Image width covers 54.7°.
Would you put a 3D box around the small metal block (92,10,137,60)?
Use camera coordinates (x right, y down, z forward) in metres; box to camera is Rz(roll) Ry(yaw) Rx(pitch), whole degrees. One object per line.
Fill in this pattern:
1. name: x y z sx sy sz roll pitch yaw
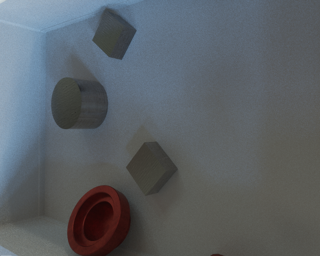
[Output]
1. small metal block: -0.069 -0.138 0.461 0.050 0.025 0.050 46 117 30

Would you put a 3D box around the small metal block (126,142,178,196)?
1. small metal block: -0.012 0.054 0.415 0.050 0.025 0.050 51 120 27

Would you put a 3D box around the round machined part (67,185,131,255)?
1. round machined part: -0.081 0.135 0.442 0.098 0.042 0.098 -21 47 26

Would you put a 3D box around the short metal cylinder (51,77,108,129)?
1. short metal cylinder: -0.129 -0.038 0.494 0.080 0.050 0.079 0 90 39

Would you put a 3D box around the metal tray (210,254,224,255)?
1. metal tray: 0.058 0.164 0.290 0.090 0.131 0.030 2 91 40
